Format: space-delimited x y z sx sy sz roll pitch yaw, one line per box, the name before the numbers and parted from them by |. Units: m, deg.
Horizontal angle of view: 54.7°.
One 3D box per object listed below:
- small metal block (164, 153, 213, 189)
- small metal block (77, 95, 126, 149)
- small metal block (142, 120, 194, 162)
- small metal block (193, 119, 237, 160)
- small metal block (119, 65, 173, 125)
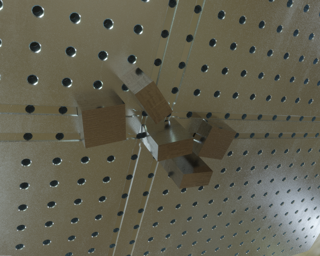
small metal block | 0.041 0.062 0.458 0.050 0.050 0.025 -1 119 -29
small metal block | -0.069 -0.008 0.370 0.050 0.025 0.050 -12 124 -23
small metal block | 0.009 0.015 0.411 0.050 0.050 0.025 -11 123 -23
small metal block | 0.080 0.018 0.468 0.050 0.025 0.050 12 113 -34
small metal block | -0.016 -0.039 0.363 0.025 0.050 0.050 -38 130 -3
